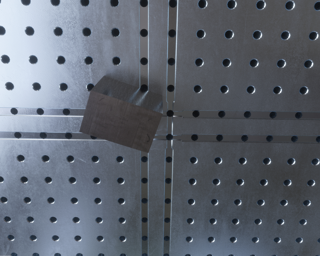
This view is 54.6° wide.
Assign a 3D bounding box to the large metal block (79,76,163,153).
[{"bbox_3d":[-0.043,-0.019,0.376,0.080,0.080,0.050,18,109,-7],"label":"large metal block"}]
